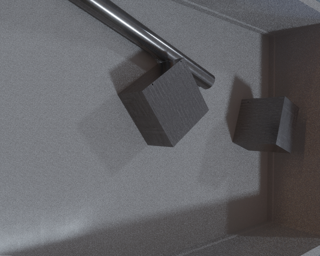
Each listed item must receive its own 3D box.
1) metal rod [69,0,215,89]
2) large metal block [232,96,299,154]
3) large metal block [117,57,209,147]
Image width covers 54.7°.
[{"bbox_3d":[-0.035,-0.121,0.378,0.301,0.025,0.025,25,74,-37],"label":"metal rod"},{"bbox_3d":[0.178,-0.005,0.524,0.050,0.080,0.080,25,74,-38],"label":"large metal block"},{"bbox_3d":[0.007,-0.032,0.398,0.080,0.050,0.080,-44,117,-31],"label":"large metal block"}]
